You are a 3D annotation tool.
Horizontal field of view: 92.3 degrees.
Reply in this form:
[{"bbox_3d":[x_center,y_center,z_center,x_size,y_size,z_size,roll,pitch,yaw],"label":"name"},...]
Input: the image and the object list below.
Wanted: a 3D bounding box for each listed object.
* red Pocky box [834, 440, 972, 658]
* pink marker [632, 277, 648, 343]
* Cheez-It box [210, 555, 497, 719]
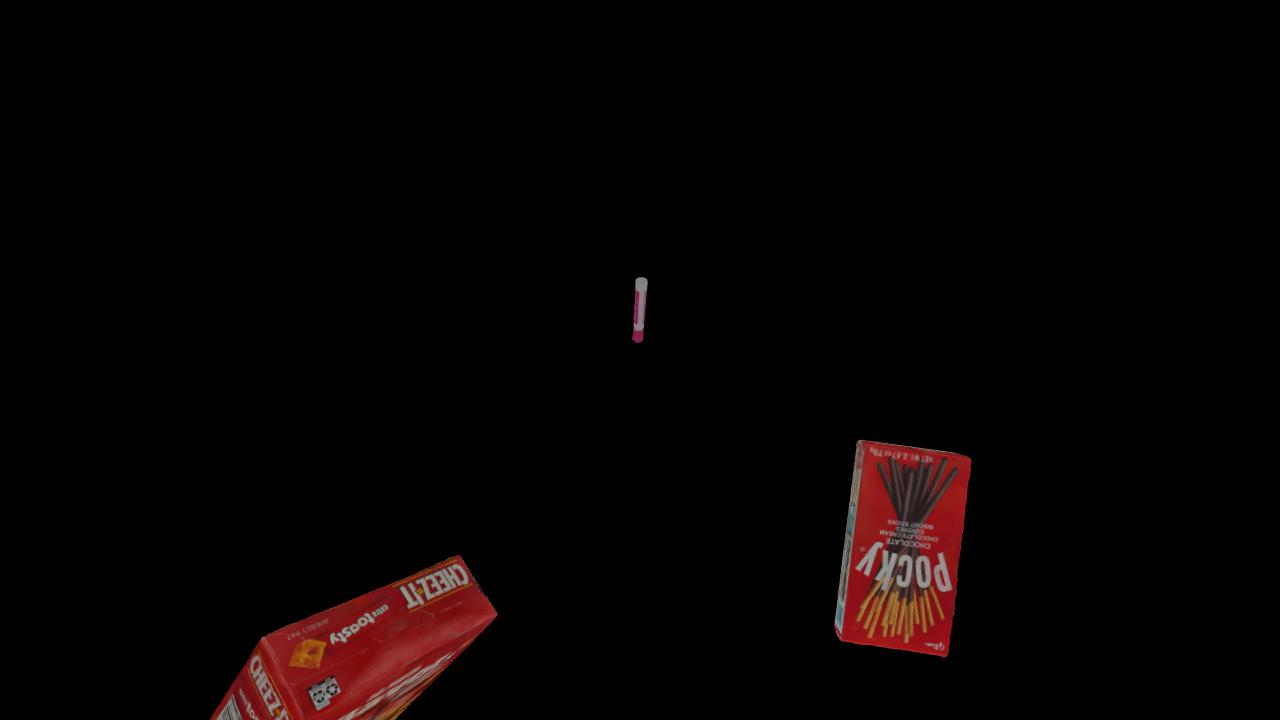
[{"bbox_3d":[0.202,0.144,0.476,0.083,0.155,0.028,7,-1,1],"label":"red Pocky box"},{"bbox_3d":[-0.001,-0.075,0.969,0.020,0.121,0.020,2,42,-2],"label":"pink marker"},{"bbox_3d":[-0.241,0.265,0.489,0.223,0.071,0.166,-49,-20,25],"label":"Cheez-It box"}]
